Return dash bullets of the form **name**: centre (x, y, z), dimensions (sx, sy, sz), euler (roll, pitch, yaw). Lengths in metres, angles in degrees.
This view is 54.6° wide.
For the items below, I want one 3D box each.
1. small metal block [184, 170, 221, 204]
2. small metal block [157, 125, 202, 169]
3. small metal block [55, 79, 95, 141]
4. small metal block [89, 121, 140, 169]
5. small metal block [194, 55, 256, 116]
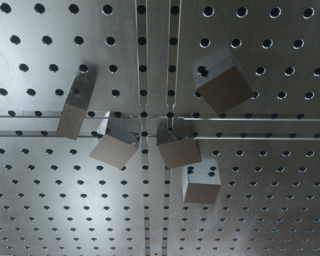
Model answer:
- **small metal block**: centre (0.065, 0.095, 0.493), dimensions (0.050, 0.025, 0.050), euler (4, 130, -4)
- **small metal block**: centre (0.027, 0.027, 0.435), dimensions (0.050, 0.025, 0.050), euler (-14, 129, 11)
- **small metal block**: centre (-0.103, -0.022, 0.375), dimensions (0.025, 0.050, 0.050), euler (19, 128, -15)
- **small metal block**: centre (-0.063, 0.025, 0.433), dimensions (0.050, 0.025, 0.050), euler (26, 125, -21)
- **small metal block**: centre (0.077, -0.050, 0.370), dimensions (0.050, 0.025, 0.050), euler (-31, 124, 23)
